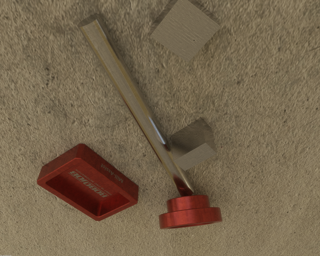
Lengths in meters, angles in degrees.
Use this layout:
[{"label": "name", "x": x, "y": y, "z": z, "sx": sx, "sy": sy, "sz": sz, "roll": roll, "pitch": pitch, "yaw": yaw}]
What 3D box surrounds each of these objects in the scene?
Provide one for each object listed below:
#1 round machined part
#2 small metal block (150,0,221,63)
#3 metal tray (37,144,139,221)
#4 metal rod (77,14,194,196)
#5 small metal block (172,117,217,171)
[{"label": "round machined part", "x": 0.047, "y": 0.133, "z": 0.493, "sx": 0.099, "sy": 0.042, "sz": 0.098, "roll": -6, "pitch": 160, "yaw": -2}, {"label": "small metal block", "x": 0.025, "y": -0.104, "z": 0.319, "sx": 0.050, "sy": 0.025, "sz": 0.050, "roll": 30, "pitch": 124, "yaw": -24}, {"label": "metal tray", "x": -0.107, "y": 0.088, "z": 0.477, "sx": 0.090, "sy": 0.030, "sz": 0.130, "roll": -30, "pitch": 125, "yaw": 22}, {"label": "metal rod", "x": -0.015, "y": -0.004, "z": 0.403, "sx": 0.025, "sy": 0.025, "sz": 0.299, "roll": -18, "pitch": 128, "yaw": 14}, {"label": "small metal block", "x": 0.044, "y": 0.021, "z": 0.410, "sx": 0.050, "sy": 0.050, "sz": 0.025, "roll": -32, "pitch": 123, "yaw": 24}]
